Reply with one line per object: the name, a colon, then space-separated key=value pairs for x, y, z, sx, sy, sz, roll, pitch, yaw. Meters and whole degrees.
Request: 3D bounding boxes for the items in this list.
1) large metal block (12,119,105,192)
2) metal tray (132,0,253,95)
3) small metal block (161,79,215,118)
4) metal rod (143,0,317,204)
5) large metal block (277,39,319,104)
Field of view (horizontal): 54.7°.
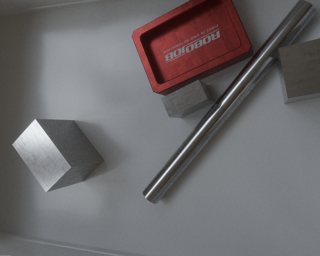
large metal block: x=-0.137 y=0.034 z=0.428 sx=0.050 sy=0.080 sz=0.080 roll=-44 pitch=77 yaw=15
metal tray: x=0.039 y=-0.107 z=0.393 sx=0.130 sy=0.030 sz=0.090 roll=-23 pitch=83 yaw=18
small metal block: x=0.036 y=-0.034 z=0.384 sx=0.050 sy=0.050 sz=0.025 roll=-25 pitch=82 yaw=18
metal rod: x=0.077 y=-0.023 z=0.382 sx=0.025 sy=0.025 sz=0.299 roll=41 pitch=103 yaw=15
large metal block: x=0.169 y=-0.059 z=0.322 sx=0.080 sy=0.080 sz=0.050 roll=-10 pitch=87 yaw=19
